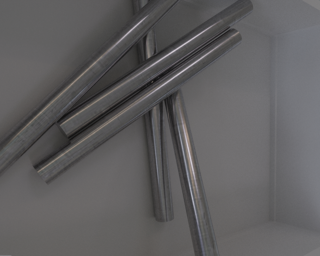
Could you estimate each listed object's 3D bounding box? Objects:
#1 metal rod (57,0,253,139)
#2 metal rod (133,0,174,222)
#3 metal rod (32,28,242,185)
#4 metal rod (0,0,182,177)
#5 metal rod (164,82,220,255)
[{"bbox_3d":[0.008,-0.084,0.376,0.301,0.025,0.025,-38,114,-21],"label":"metal rod"},{"bbox_3d":[-0.008,-0.028,0.399,0.025,0.025,0.298,-10,96,-40],"label":"metal rod"},{"bbox_3d":[-0.009,-0.038,0.365,0.302,0.025,0.025,-38,114,-22],"label":"metal rod"},{"bbox_3d":[-0.067,-0.066,0.330,0.301,0.025,0.025,-50,120,-21],"label":"metal rod"},{"bbox_3d":[0.034,0.053,0.356,0.025,0.025,0.299,11,58,-40],"label":"metal rod"}]
